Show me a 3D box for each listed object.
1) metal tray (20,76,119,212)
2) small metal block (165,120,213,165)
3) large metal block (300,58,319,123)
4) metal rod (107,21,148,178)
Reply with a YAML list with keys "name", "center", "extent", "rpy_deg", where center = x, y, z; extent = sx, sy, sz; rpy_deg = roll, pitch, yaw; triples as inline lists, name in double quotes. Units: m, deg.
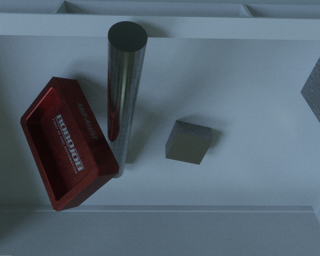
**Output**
- name: "metal tray"
  center: [-0.109, 0.017, 0.358]
  extent: [0.090, 0.130, 0.030]
  rpy_deg: [-41, 158, 29]
- name: "small metal block"
  center: [0.039, 0.021, 0.428]
  extent: [0.050, 0.025, 0.050]
  rpy_deg: [12, 129, -11]
- name: "large metal block"
  center: [0.208, -0.046, 0.337]
  extent: [0.050, 0.080, 0.079]
  rpy_deg: [7, 130, -7]
- name: "metal rod"
  center: [-0.044, 0.003, 0.331]
  extent: [0.025, 0.025, 0.299]
  rpy_deg: [7, 155, -7]
